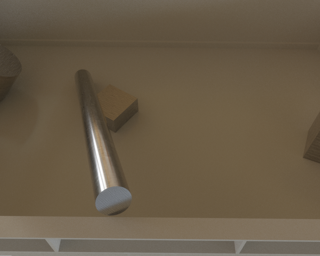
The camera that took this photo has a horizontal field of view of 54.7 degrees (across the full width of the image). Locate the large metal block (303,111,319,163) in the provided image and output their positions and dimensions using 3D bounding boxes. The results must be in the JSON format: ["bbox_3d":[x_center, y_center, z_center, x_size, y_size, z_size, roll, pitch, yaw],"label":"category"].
[{"bbox_3d":[0.228,0.008,0.366,0.080,0.080,0.050,20,53,15],"label":"large metal block"}]

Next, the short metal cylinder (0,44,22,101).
[{"bbox_3d":[-0.242,-0.081,0.427,0.080,0.050,0.080,35,25,-19],"label":"short metal cylinder"}]

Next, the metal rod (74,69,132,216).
[{"bbox_3d":[-0.074,-0.013,0.342,0.025,0.025,0.300,-14,29,-12],"label":"metal rod"}]

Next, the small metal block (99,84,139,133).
[{"bbox_3d":[-0.066,-0.028,0.428,0.050,0.025,0.050,29,55,21],"label":"small metal block"}]
